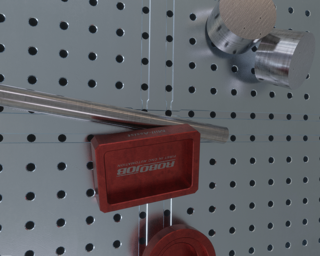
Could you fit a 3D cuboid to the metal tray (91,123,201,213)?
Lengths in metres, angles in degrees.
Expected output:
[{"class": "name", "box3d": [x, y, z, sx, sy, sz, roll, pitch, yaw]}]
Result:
[{"class": "metal tray", "box3d": [-0.015, 0.048, 0.389, 0.131, 0.030, 0.089, -8, 111, -20]}]

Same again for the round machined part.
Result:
[{"class": "round machined part", "box3d": [0.021, 0.176, 0.412, 0.099, 0.042, 0.097, 0, 90, -20]}]

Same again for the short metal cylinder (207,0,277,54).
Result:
[{"class": "short metal cylinder", "box3d": [0.112, -0.150, 0.431, 0.081, 0.050, 0.080, 2, 80, -10]}]

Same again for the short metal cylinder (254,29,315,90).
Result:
[{"class": "short metal cylinder", "box3d": [0.180, -0.100, 0.447, 0.081, 0.050, 0.079, -24, 125, -39]}]

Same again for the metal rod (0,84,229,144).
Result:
[{"class": "metal rod", "box3d": [-0.048, -0.014, 0.394, 0.302, 0.025, 0.025, 10, 87, -20]}]
